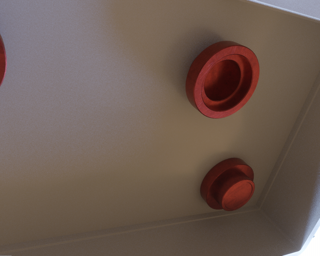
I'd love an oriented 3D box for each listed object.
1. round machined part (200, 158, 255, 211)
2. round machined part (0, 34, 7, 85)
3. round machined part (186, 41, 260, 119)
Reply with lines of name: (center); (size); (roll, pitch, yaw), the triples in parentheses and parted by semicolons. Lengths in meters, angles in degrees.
round machined part: (0.122, 0.103, 0.531); (0.099, 0.042, 0.097); (-14, 125, -21)
round machined part: (-0.184, -0.064, 0.258); (0.099, 0.042, 0.097); (-14, 125, -21)
round machined part: (0.076, -0.065, 0.401); (0.099, 0.042, 0.097); (-14, 124, -21)
